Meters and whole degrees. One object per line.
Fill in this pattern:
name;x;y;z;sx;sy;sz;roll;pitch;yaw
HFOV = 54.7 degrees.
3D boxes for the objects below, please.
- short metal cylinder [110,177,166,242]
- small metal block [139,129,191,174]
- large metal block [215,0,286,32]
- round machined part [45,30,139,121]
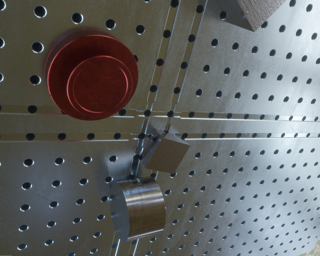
short metal cylinder;-0.033;0.110;0.426;0.050;0.080;0.079;-5;121;-26
small metal block;0.006;0.034;0.435;0.050;0.025;0.050;17;110;-35
large metal block;0.102;-0.170;0.345;0.080;0.050;0.080;-45;129;3
round machined part;-0.069;-0.050;0.331;0.099;0.042;0.097;-14;124;-21
